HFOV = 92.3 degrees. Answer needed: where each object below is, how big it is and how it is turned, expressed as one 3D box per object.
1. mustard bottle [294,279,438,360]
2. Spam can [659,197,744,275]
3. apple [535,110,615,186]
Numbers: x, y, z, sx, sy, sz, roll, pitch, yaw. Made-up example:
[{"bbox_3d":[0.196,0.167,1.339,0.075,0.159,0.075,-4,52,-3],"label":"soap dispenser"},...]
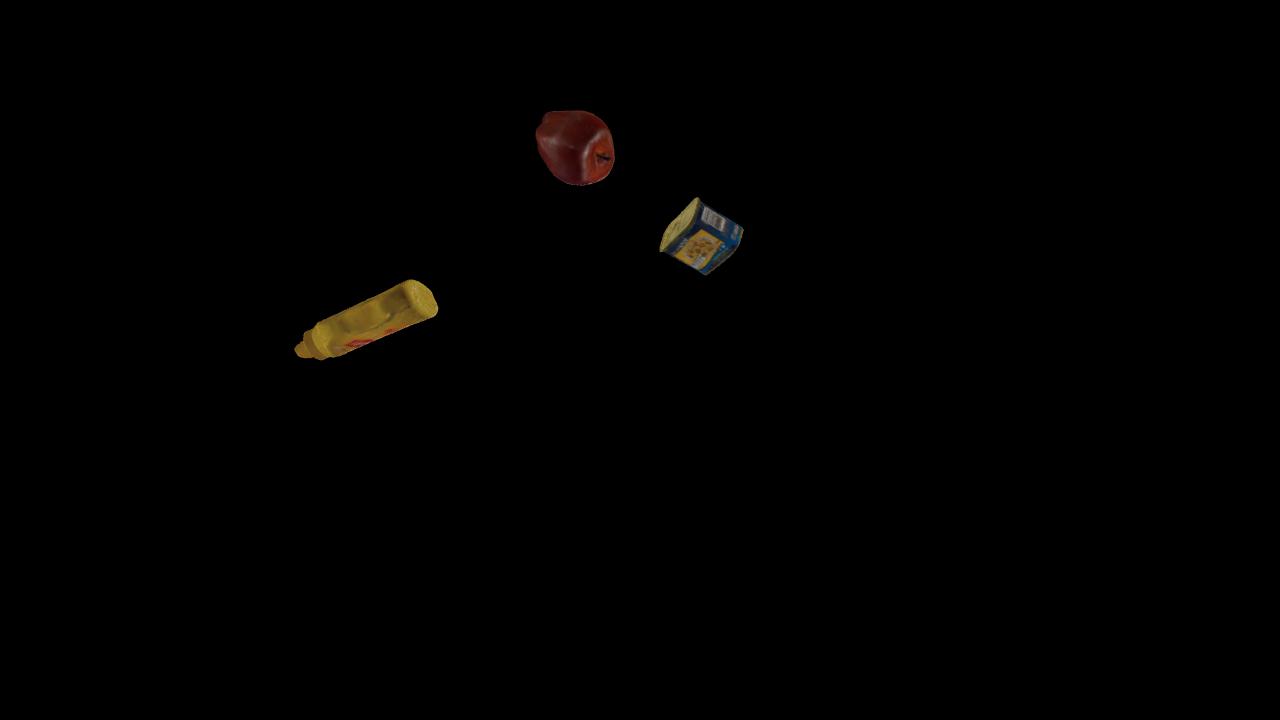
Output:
[{"bbox_3d":[-0.363,-0.045,0.799,0.184,0.054,0.092,-23,7,3],"label":"mustard bottle"},{"bbox_3d":[0.091,-0.181,0.919,0.085,0.058,0.101,27,-30,-18],"label":"Spam can"},{"bbox_3d":[-0.070,-0.233,0.675,0.093,0.079,0.079,31,14,24],"label":"apple"}]
